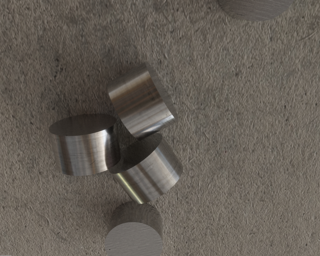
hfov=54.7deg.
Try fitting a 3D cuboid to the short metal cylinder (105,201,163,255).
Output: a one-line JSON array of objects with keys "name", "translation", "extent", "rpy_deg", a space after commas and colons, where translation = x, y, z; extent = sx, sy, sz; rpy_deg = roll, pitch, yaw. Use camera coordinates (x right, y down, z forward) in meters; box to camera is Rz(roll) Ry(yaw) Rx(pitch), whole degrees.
[{"name": "short metal cylinder", "translation": [-0.036, 0.155, 0.453], "extent": [0.081, 0.050, 0.079], "rpy_deg": [0, 110, 0]}]

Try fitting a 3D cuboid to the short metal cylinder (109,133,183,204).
[{"name": "short metal cylinder", "translation": [-0.017, 0.050, 0.399], "extent": [0.080, 0.080, 0.050], "rpy_deg": [-31, 107, 10]}]

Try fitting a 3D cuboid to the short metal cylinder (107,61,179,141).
[{"name": "short metal cylinder", "translation": [-0.019, -0.032, 0.368], "extent": [0.050, 0.080, 0.080], "rpy_deg": [-28, 108, 10]}]

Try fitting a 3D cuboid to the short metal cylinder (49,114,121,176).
[{"name": "short metal cylinder", "translation": [-0.092, 0.018, 0.386], "extent": [0.080, 0.080, 0.050], "rpy_deg": [-4, 110, 1]}]

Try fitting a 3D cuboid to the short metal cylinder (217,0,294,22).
[{"name": "short metal cylinder", "translation": [0.104, -0.159, 0.339], "extent": [0.081, 0.050, 0.079], "rpy_deg": [0, 110, 0]}]
